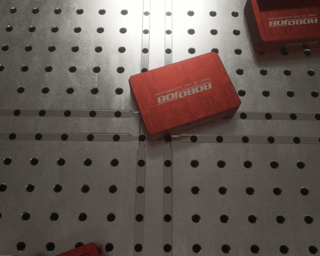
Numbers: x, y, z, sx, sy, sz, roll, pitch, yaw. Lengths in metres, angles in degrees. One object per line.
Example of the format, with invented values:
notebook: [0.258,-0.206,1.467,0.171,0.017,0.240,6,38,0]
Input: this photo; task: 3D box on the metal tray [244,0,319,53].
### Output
metal tray: [0.204,-0.166,0.472,0.131,0.030,0.090,-6,70,-3]

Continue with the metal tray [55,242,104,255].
metal tray: [-0.092,0.202,0.333,0.091,0.030,0.130,-19,71,-7]

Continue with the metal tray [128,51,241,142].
metal tray: [0.032,-0.045,0.426,0.131,0.030,0.090,-18,71,-7]
